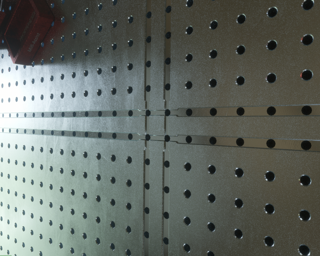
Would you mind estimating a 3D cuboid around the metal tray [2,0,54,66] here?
[{"bbox_3d":[-0.269,-0.202,0.623,0.129,0.030,0.090,-46,63,30],"label":"metal tray"}]

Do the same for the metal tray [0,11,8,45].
[{"bbox_3d":[-0.386,-0.194,0.650,0.030,0.091,0.130,110,172,-67],"label":"metal tray"}]
